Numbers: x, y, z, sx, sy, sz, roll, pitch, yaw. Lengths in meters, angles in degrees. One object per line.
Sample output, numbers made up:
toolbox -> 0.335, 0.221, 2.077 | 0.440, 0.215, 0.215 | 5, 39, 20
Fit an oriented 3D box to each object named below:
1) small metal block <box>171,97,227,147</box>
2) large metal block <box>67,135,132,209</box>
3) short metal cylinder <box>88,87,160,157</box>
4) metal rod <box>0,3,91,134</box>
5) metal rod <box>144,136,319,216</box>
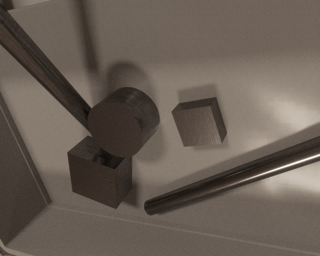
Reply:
small metal block -> 0.048, -0.006, 0.378 | 0.050, 0.025, 0.050 | -7, 115, 31
large metal block -> -0.091, 0.068, 0.480 | 0.080, 0.050, 0.079 | 16, 125, 18
short metal cylinder -> -0.047, -0.008, 0.411 | 0.080, 0.050, 0.079 | 13, 124, 20
metal rod -> -0.126, -0.063, 0.332 | 0.025, 0.025, 0.300 | 12, 157, 22
metal rod -> 0.088, 0.069, 0.403 | 0.299, 0.025, 0.025 | -29, 103, 37
